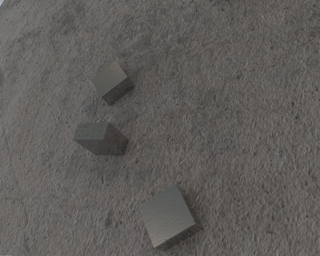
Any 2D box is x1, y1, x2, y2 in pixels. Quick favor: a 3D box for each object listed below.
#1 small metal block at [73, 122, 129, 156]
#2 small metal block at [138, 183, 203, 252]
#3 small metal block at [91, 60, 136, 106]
[{"bbox_3d":[-0.079,0.016,0.420,0.050,0.050,0.025,-1,62,27],"label":"small metal block"},{"bbox_3d":[0.011,0.098,0.338,0.050,0.025,0.050,-33,52,6],"label":"small metal block"},{"bbox_3d":[-0.074,-0.071,0.486,0.050,0.025,0.050,-37,51,3],"label":"small metal block"}]
